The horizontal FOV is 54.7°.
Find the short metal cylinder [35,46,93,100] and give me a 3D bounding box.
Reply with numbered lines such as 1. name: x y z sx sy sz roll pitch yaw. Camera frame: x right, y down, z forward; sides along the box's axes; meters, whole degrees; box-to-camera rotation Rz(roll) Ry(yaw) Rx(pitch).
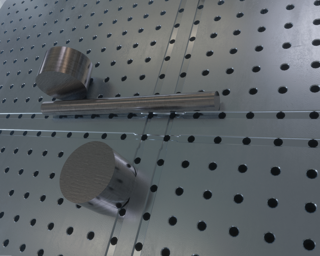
1. short metal cylinder: -0.155 -0.087 0.508 0.080 0.080 0.050 -8 58 24

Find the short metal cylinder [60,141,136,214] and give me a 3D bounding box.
1. short metal cylinder: -0.079 0.063 0.395 0.080 0.050 0.080 -13 56 21

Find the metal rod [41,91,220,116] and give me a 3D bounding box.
1. metal rod: -0.061 -0.034 0.460 0.300 0.025 0.025 0 62 28
